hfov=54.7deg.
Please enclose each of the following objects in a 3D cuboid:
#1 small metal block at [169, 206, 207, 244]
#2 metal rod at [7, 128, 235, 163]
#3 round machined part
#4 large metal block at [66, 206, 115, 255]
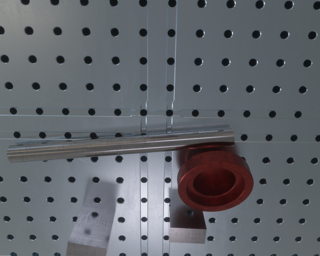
[{"bbox_3d":[0.038,0.141,0.452,0.050,0.050,0.025,3,110,-2],"label":"small metal block"},{"bbox_3d":[-0.052,0.024,0.421,0.302,0.025,0.025,-4,110,1],"label":"metal rod"},{"bbox_3d":[0.072,0.066,0.420,0.099,0.042,0.097,-1,128,-1],"label":"round machined part"},{"bbox_3d":[-0.101,0.173,0.447,0.050,0.080,0.079,11,110,-4],"label":"large metal block"}]
